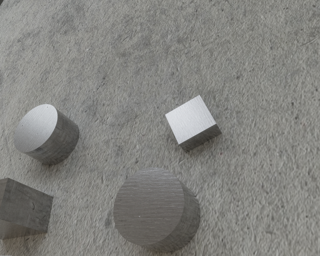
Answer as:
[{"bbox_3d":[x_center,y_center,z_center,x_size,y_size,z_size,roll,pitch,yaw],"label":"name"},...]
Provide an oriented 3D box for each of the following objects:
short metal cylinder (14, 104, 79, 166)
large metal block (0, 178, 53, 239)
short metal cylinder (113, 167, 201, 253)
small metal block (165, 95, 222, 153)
[{"bbox_3d":[-0.172,0.011,0.471,0.080,0.050,0.080,-13,56,21],"label":"short metal cylinder"},{"bbox_3d":[-0.204,0.110,0.408,0.080,0.080,0.050,-15,56,20],"label":"large metal block"},{"bbox_3d":[-0.002,0.089,0.335,0.080,0.050,0.080,-13,56,21],"label":"short metal cylinder"},{"bbox_3d":[0.041,-0.005,0.386,0.050,0.025,0.050,-30,52,9],"label":"small metal block"}]
